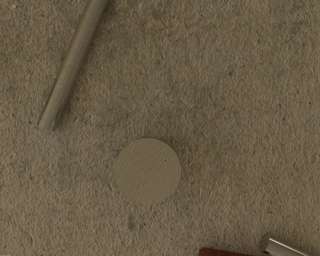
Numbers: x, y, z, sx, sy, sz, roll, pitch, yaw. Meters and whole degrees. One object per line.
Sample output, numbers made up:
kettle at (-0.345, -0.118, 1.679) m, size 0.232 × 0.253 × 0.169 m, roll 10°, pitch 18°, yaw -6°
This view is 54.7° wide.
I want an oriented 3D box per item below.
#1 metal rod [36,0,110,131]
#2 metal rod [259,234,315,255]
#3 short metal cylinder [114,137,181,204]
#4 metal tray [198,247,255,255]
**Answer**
metal rod at (-0.093, -0.138, 0.408) m, size 0.025 × 0.025 × 0.299 m, roll 22°, pitch 90°, yaw -1°
metal rod at (0.275, 0.216, 0.413) m, size 0.301 × 0.025 × 0.025 m, roll 25°, pitch 90°, yaw -1°
short metal cylinder at (-0.015, 0.052, 0.397) m, size 0.081 × 0.050 × 0.079 m, roll 0°, pitch 90°, yaw -1°
metal tray at (0.088, 0.233, 0.408) m, size 0.091 × 0.030 × 0.129 m, roll 10°, pitch 90°, yaw -1°
